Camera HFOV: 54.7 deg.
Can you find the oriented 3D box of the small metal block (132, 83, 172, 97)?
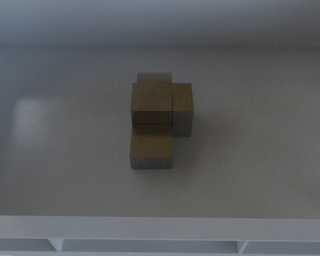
[{"bbox_3d":[-0.010,-0.033,0.414,0.050,0.050,0.025,0,50,0],"label":"small metal block"}]

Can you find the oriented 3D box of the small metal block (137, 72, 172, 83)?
[{"bbox_3d":[-0.008,-0.055,0.448,0.050,0.025,0.050,0,50,0],"label":"small metal block"}]

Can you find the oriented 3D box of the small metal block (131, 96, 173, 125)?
[{"bbox_3d":[-0.010,-0.014,0.398,0.050,0.050,0.025,0,50,0],"label":"small metal block"}]

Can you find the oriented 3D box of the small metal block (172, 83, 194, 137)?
[{"bbox_3d":[0.028,-0.024,0.406,0.025,0.050,0.050,0,50,0],"label":"small metal block"}]

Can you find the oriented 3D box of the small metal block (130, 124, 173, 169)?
[{"bbox_3d":[-0.010,0.023,0.384,0.050,0.025,0.050,0,50,0],"label":"small metal block"}]
